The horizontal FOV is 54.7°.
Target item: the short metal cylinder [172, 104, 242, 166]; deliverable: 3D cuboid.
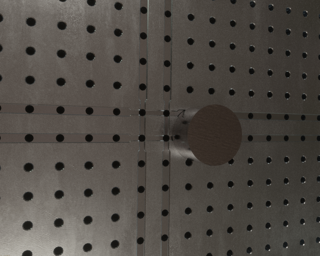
[{"bbox_3d":[0.064,0.009,0.424,0.081,0.050,0.079,0,90,-20],"label":"short metal cylinder"}]
